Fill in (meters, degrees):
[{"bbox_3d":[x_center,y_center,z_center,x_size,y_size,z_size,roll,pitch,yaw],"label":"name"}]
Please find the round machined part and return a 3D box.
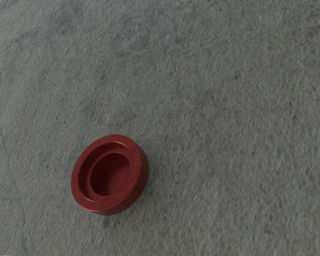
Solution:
[{"bbox_3d":[-0.057,0.060,0.385,0.098,0.042,0.098,-13,56,20],"label":"round machined part"}]
